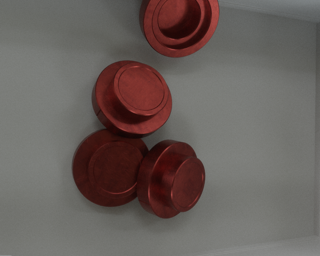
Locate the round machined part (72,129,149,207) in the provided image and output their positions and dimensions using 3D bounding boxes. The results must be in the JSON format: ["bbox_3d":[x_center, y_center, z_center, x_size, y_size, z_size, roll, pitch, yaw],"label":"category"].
[{"bbox_3d":[-0.056,0.049,0.381,0.099,0.042,0.097,0,90,-20],"label":"round machined part"}]

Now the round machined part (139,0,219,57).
[{"bbox_3d":[0.021,-0.143,0.392,0.099,0.042,0.097,-11,130,-13],"label":"round machined part"}]

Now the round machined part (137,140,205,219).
[{"bbox_3d":[0.020,0.066,0.387,0.099,0.042,0.097,-13,108,-47],"label":"round machined part"}]

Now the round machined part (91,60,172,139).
[{"bbox_3d":[-0.029,-0.039,0.374,0.099,0.042,0.098,9,67,-22],"label":"round machined part"}]
